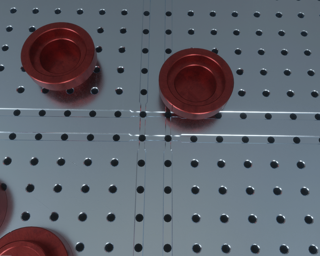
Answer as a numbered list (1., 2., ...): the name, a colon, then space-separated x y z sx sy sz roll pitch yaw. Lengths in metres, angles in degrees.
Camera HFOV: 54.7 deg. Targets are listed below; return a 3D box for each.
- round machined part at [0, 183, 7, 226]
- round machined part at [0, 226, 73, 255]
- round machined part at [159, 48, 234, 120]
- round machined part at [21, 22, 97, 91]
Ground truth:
1. round machined part: -0.240 0.095 0.365 0.099 0.042 0.098 0 70 -1
2. round machined part: -0.150 0.160 0.342 0.099 0.042 0.098 0 70 -1
3. round machined part: 0.047 -0.056 0.424 0.099 0.042 0.098 0 70 -1
4. round machined part: -0.138 -0.096 0.436 0.099 0.042 0.098 0 70 -1
